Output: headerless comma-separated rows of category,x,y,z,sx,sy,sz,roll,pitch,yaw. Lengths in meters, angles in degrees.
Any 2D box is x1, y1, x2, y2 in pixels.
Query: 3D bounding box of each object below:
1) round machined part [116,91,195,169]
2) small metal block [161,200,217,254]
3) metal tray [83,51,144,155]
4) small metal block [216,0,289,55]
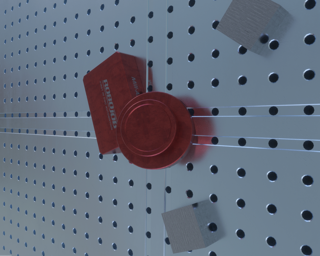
round machined part,-0.009,0.002,0.382,0.098,0.042,0.097,-2,82,15
small metal block,0.035,0.122,0.381,0.050,0.025,0.050,-28,73,36
metal tray,-0.064,-0.035,0.459,0.090,0.030,0.129,-25,74,37
small metal block,0.097,-0.114,0.330,0.050,0.025,0.050,45,117,30
